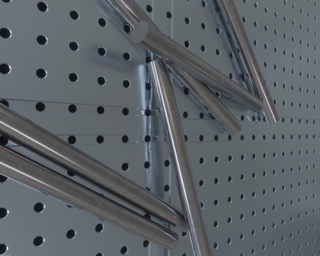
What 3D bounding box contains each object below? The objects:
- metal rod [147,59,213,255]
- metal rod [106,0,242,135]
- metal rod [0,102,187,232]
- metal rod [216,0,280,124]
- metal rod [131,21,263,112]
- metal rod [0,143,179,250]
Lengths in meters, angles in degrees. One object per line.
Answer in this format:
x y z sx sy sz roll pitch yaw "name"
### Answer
0.031 0.059 0.411 0.025 0.025 0.299 -16 93 -39 "metal rod"
0.029 -0.084 0.431 0.300 0.025 0.025 42 65 -32 "metal rod"
-0.060 0.059 0.357 0.301 0.025 0.025 38 67 -33 "metal rod"
0.142 -0.136 0.523 0.025 0.025 0.299 -44 116 -31 "metal rod"
0.075 -0.071 0.441 0.302 0.025 0.025 18 79 -48 "metal rod"
-0.084 0.077 0.338 0.301 0.025 0.025 38 67 -34 "metal rod"
